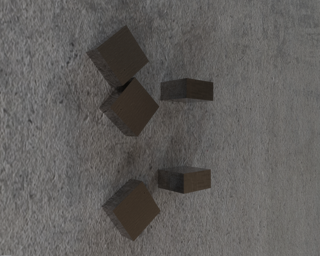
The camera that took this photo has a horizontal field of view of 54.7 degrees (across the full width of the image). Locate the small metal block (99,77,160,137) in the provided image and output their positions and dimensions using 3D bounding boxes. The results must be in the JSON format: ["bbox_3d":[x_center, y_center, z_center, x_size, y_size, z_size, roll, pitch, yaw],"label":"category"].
[{"bbox_3d":[-0.036,-0.025,0.374,0.050,0.025,0.050,49,61,-29],"label":"small metal block"}]

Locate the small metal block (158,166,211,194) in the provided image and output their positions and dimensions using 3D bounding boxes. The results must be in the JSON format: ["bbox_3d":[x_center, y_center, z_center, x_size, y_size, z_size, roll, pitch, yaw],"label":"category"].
[{"bbox_3d":[0.033,0.068,0.415,0.050,0.050,0.025,-2,91,-40],"label":"small metal block"}]

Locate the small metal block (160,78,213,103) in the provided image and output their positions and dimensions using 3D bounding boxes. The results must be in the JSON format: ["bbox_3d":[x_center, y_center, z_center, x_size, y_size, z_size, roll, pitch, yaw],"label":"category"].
[{"bbox_3d":[0.036,-0.049,0.418,0.050,0.050,0.025,1,90,-40],"label":"small metal block"}]

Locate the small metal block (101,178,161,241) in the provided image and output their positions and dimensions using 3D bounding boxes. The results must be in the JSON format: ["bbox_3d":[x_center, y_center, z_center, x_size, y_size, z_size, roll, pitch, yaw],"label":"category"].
[{"bbox_3d":[-0.034,0.098,0.376,0.050,0.025,0.050,-42,116,-32],"label":"small metal block"}]

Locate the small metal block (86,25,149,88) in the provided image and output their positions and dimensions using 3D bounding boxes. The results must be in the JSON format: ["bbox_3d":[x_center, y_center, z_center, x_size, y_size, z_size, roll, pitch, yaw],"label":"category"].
[{"bbox_3d":[-0.049,-0.083,0.363,0.050,0.025,0.050,-49,119,-29],"label":"small metal block"}]
